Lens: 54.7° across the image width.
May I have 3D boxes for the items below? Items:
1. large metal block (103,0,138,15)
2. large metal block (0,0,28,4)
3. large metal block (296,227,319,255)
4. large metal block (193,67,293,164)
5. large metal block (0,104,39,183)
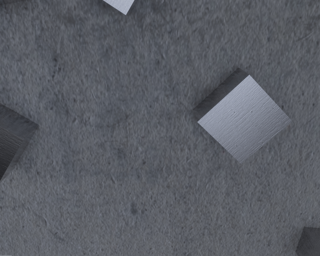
[{"bbox_3d":[-0.048,-0.179,0.330,0.080,0.050,0.080,31,107,-11],"label":"large metal block"},{"bbox_3d":[-0.196,-0.174,0.330,0.080,0.050,0.079,-9,110,2],"label":"large metal block"},{"bbox_3d":[0.262,0.195,0.456,0.081,0.080,0.050,6,110,-3],"label":"large metal block"},{"bbox_3d":[0.101,-0.016,0.392,0.080,0.050,0.080,43,104,-15],"label":"large metal block"},{"bbox_3d":[-0.220,0.015,0.399,0.080,0.050,0.080,32,107,-12],"label":"large metal block"}]
